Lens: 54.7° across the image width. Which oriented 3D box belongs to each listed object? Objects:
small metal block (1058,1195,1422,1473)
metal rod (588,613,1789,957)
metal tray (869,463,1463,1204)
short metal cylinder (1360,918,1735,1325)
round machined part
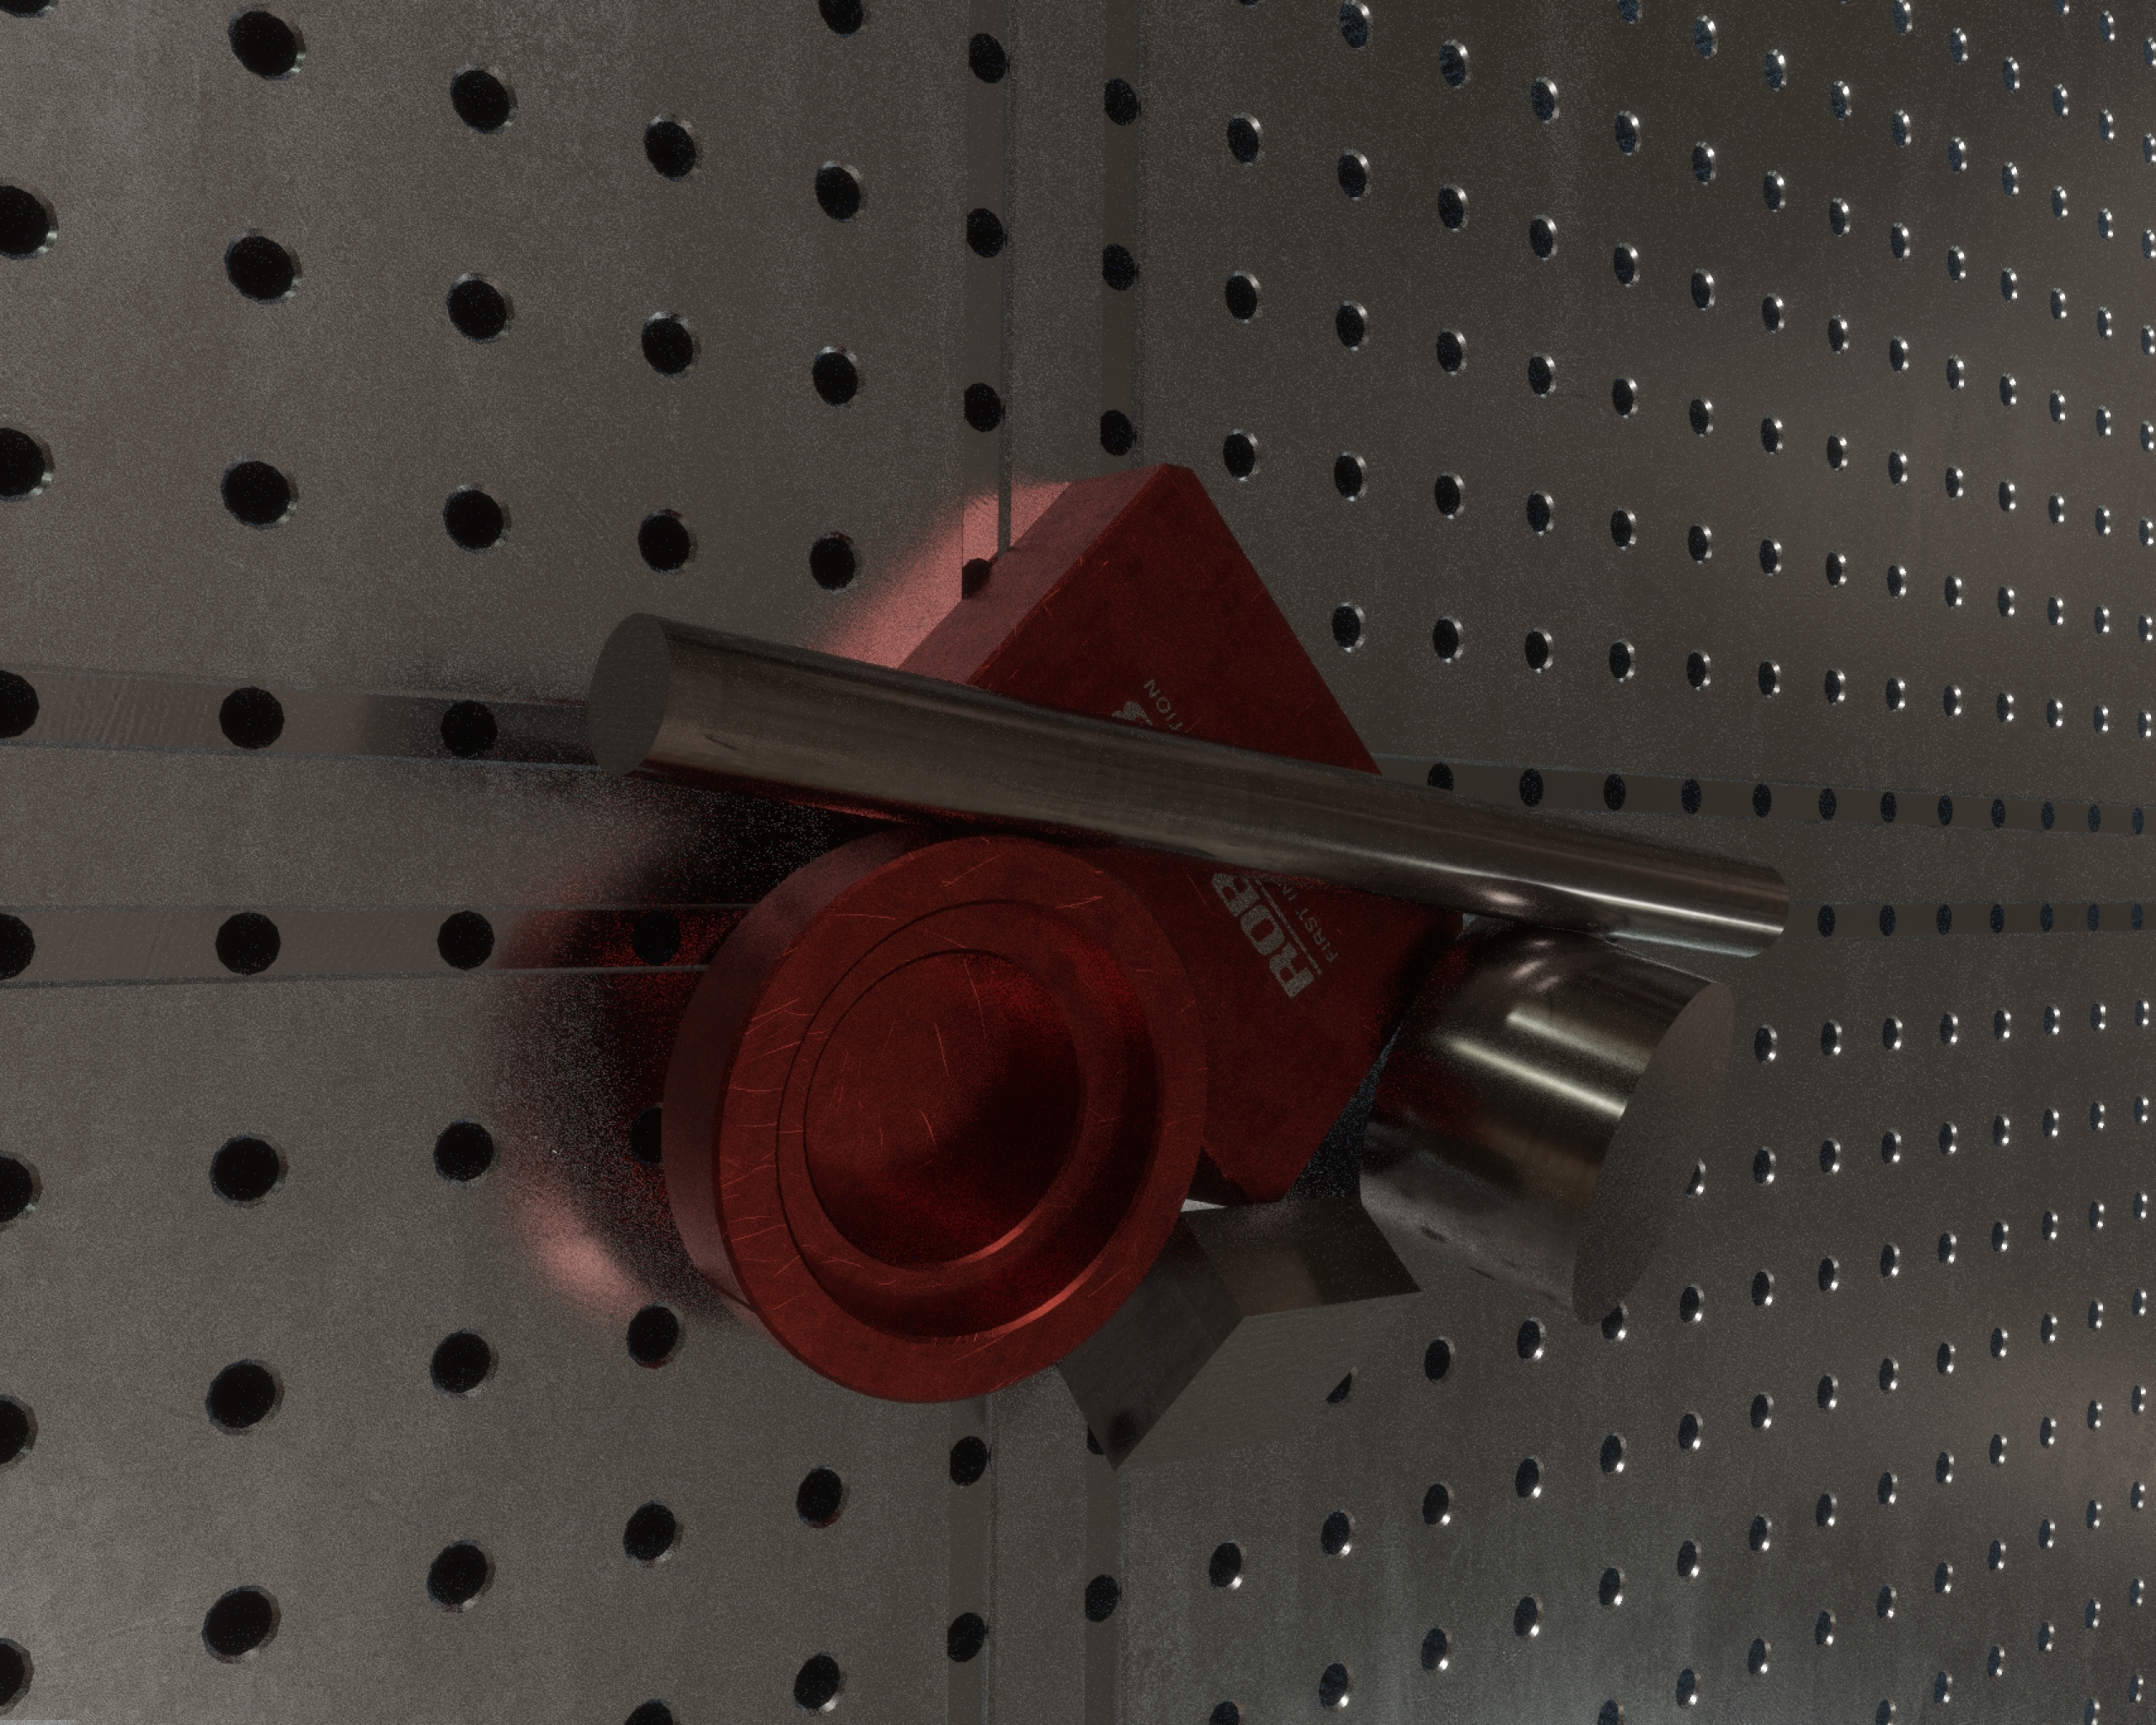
[{"bbox_3d":[0.032,0.094,0.421,0.050,0.025,0.050,3,131,-41],"label":"small metal block"},{"bbox_3d":[0.047,-0.007,0.410,0.302,0.025,0.025,9,84,-40],"label":"metal rod"},{"bbox_3d":[0.020,-0.004,0.426,0.090,0.030,0.130,-51,120,-28],"label":"metal tray"},{"bbox_3d":[0.105,0.055,0.464,0.081,0.050,0.079,-36,137,-43],"label":"short metal cylinder"},{"bbox_3d":[-0.028,0.042,0.370,0.099,0.042,0.097,-5,99,-34],"label":"round machined part"}]
